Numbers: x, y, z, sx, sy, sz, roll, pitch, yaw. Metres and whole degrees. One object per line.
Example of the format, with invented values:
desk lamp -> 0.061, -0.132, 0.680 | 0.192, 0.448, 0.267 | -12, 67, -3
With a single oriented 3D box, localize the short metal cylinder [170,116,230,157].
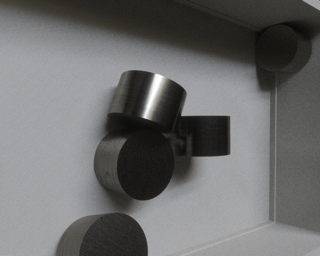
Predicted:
short metal cylinder -> 0.053, 0.009, 0.415 | 0.081, 0.080, 0.050 | -1, 91, -40

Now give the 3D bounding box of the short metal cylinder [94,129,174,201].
short metal cylinder -> -0.030, 0.041, 0.365 | 0.081, 0.050, 0.080 | 0, 91, -40

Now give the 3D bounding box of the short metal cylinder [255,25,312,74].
short metal cylinder -> 0.220, -0.139, 0.554 | 0.050, 0.080, 0.080 | -1, 91, -40

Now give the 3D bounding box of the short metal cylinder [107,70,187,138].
short metal cylinder -> -0.014, -0.025, 0.359 | 0.080, 0.080, 0.050 | 27, 74, -37

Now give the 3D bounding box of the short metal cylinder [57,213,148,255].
short metal cylinder -> -0.060, 0.132, 0.328 | 0.081, 0.050, 0.080 | 16, 65, -37
